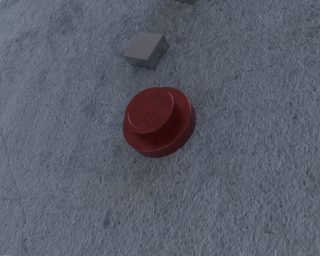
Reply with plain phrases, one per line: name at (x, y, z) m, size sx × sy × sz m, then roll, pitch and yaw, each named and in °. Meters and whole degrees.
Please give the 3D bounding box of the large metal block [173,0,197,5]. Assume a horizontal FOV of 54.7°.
large metal block at (0.043, -0.264, 0.526) m, size 0.080 × 0.050 × 0.080 m, roll 33°, pitch 80°, yaw 38°

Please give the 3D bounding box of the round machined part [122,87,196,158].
round machined part at (-0.007, -0.014, 0.404) m, size 0.098 × 0.042 × 0.098 m, roll -13°, pitch 56°, yaw 20°

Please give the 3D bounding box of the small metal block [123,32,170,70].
small metal block at (-0.021, -0.122, 0.489) m, size 0.050 × 0.025 × 0.050 m, roll 19°, pitch 71°, yaw 35°
